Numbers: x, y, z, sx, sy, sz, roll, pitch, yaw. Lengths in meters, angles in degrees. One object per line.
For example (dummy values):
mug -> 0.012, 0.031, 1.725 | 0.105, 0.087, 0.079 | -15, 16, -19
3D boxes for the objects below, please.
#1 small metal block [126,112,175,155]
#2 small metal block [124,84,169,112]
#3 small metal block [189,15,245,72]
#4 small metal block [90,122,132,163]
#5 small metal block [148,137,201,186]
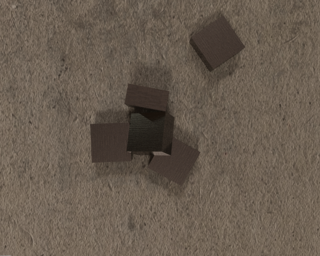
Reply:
small metal block -> -0.012, 0.008, 0.394 | 0.050, 0.025, 0.050 | -2, 74, 28
small metal block -> -0.016, -0.037, 0.397 | 0.050, 0.050, 0.025 | 11, 90, -1
small metal block -> 0.075, -0.111, 0.411 | 0.050, 0.025, 0.050 | -35, 90, 0
small metal block -> -0.063, 0.019, 0.409 | 0.050, 0.025, 0.050 | -2, 90, -1
small metal block -> 0.018, 0.041, 0.410 | 0.050, 0.025, 0.050 | 29, 90, -1
